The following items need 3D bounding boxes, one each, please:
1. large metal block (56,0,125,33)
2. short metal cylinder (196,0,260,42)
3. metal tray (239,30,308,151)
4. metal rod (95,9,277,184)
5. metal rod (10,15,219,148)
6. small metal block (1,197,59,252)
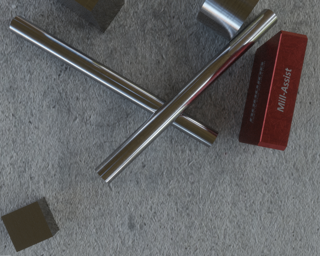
[{"bbox_3d":[-0.095,-0.172,0.381,0.080,0.080,0.050,35,90,-1],"label":"large metal block"},{"bbox_3d":[0.089,-0.155,0.384,0.050,0.080,0.080,34,90,-1],"label":"short metal cylinder"},{"bbox_3d":[0.134,-0.041,0.379,0.030,0.090,0.129,11,90,0],"label":"metal tray"},{"bbox_3d":[0.039,-0.045,0.389,0.301,0.025,0.025,-44,90,-9],"label":"metal rod"},{"bbox_3d":[-0.059,-0.061,0.409,0.301,0.025,0.025,30,90,-1],"label":"metal rod"},{"bbox_3d":[-0.170,0.126,0.408,0.050,0.025,0.050,-24,90,-1],"label":"small metal block"}]
